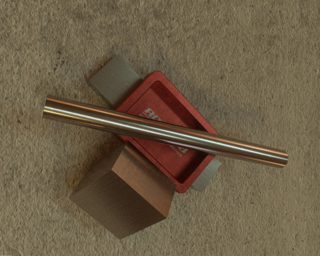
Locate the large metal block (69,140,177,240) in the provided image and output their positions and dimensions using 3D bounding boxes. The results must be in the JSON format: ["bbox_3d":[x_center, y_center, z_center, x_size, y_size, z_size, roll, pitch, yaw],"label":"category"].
[{"bbox_3d":[-0.042,0.074,0.357,0.080,0.080,0.050,45,34,-15],"label":"large metal block"}]

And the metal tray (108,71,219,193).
[{"bbox_3d":[0.007,0.006,0.384,0.130,0.030,0.090,46,76,-15],"label":"metal tray"}]

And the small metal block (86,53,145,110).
[{"bbox_3d":[-0.055,-0.056,0.390,0.050,0.025,0.050,47,75,-15],"label":"small metal block"}]

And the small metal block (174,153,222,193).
[{"bbox_3d":[0.048,0.053,0.429,0.050,0.025,0.050,40,77,-16],"label":"small metal block"}]

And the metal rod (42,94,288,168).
[{"bbox_3d":[0.023,0.010,0.361,0.302,0.025,0.025,13,86,-20],"label":"metal rod"}]
